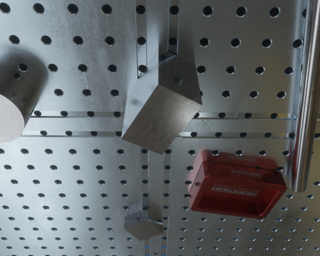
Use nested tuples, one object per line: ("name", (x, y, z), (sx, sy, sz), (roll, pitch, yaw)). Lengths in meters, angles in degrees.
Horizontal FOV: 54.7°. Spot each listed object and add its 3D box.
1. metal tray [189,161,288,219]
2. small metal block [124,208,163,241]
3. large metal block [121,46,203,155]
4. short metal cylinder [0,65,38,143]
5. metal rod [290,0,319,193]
("metal tray", (0.121, 0.102, 0.495), (0.131, 0.030, 0.089), (9, 130, -8))
("small metal block", (-0.029, 0.175, 0.561), (0.050, 0.025, 0.050), (-25, 126, 20))
("large metal block", (0.000, -0.031, 0.349), (0.050, 0.080, 0.080), (24, 126, -19))
("short metal cylinder", (-0.195, -0.028, 0.369), (0.081, 0.050, 0.079), (0, 130, 0))
("metal rod", (0.188, -0.019, 0.397), (0.025, 0.025, 0.299), (-9, 130, 7))
